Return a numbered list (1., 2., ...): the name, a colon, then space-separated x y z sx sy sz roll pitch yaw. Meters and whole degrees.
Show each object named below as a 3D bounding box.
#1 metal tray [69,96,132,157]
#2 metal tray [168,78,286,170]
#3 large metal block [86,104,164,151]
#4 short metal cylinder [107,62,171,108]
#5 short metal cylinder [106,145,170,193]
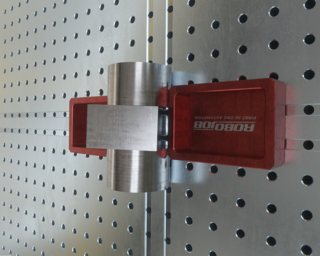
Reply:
1. metal tray: -0.091 -0.003 0.481 0.130 0.030 0.089 2 91 40
2. metal tray: 0.069 -0.005 0.349 0.130 0.030 0.089 1 91 40
3. large metal block: -0.039 -0.001 0.387 0.080 0.080 0.050 2 91 6
4. short metal cylinder: -0.026 -0.052 0.395 0.080 0.081 0.050 2 91 40
5. short metal cylinder: -0.028 0.049 0.396 0.080 0.081 0.050 3 92 40
